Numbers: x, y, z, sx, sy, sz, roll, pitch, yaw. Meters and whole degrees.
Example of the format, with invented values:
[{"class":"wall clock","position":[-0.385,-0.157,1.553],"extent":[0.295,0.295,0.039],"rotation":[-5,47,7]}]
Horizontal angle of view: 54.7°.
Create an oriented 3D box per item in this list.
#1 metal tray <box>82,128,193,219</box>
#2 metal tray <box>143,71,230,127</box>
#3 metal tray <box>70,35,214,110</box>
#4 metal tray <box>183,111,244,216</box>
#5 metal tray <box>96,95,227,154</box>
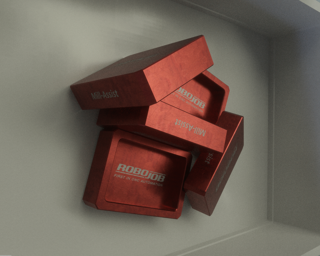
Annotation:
[{"class":"metal tray","position":[-0.021,0.059,0.384],"extent":[0.131,0.030,0.090],"rotation":[20,77,-38]},{"class":"metal tray","position":[0.040,-0.043,0.437],"extent":[0.131,0.030,0.090],"rotation":[27,73,-37]},{"class":"metal tray","position":[-0.023,-0.054,0.317],"extent":[0.091,0.130,0.030],"rotation":[-37,113,-34]},{"class":"metal tray","position":[0.083,0.051,0.447],"extent":[0.130,0.030,0.090],"rotation":[-58,152,-24]},{"class":"metal tray","position":[0.004,0.000,0.366],"extent":[0.131,0.090,0.030],"rotation":[20,78,-39]}]
